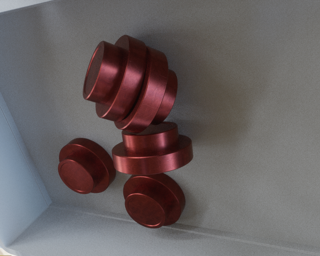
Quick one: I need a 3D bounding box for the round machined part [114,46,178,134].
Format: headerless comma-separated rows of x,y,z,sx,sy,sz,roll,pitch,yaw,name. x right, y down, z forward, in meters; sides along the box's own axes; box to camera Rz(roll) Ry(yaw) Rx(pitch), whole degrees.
-0.015,-0.041,0.356,0.042,0.098,0.097,16,134,-26,round machined part

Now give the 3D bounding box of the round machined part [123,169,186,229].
-0.014,0.114,0.474,0.098,0.042,0.097,13,124,20,round machined part

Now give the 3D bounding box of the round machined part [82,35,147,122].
-0.056,-0.059,0.350,0.042,0.098,0.097,16,134,-26,round machined part

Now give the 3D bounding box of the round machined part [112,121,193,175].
-0.010,0.019,0.380,0.098,0.099,0.042,0,105,28,round machined part

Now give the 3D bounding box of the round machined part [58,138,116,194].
-0.125,0.068,0.504,0.098,0.042,0.097,13,124,20,round machined part
